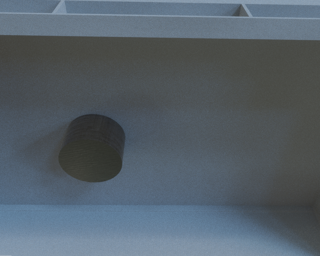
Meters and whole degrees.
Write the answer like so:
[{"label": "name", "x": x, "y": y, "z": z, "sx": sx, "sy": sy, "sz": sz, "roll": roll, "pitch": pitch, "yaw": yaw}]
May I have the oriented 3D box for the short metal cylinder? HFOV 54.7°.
[{"label": "short metal cylinder", "x": -0.089, "y": 0.028, "z": 0.415, "sx": 0.081, "sy": 0.050, "sz": 0.079, "roll": 0, "pitch": 130, "yaw": 0}]
